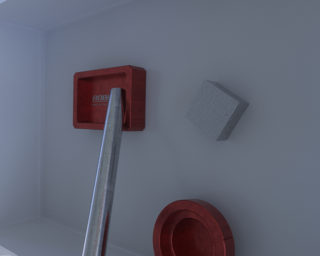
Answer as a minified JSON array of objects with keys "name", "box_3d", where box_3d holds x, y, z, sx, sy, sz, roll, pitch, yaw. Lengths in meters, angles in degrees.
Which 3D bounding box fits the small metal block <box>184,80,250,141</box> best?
[{"name":"small metal block","box_3d":[0.064,-0.020,0.353,0.050,0.025,0.050,41,115,32]}]

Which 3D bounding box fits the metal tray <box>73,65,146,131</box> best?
[{"name":"metal tray","box_3d":[-0.080,-0.042,0.466,0.130,0.030,0.089,2,91,39]}]

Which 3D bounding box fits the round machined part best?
[{"name":"round machined part","box_3d":[0.042,0.131,0.355,0.098,0.042,0.097,-7,79,40]}]

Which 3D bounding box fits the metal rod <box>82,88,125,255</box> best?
[{"name":"metal rod","box_3d":[-0.067,0.081,0.364,0.025,0.025,0.299,-21,52,38]}]
